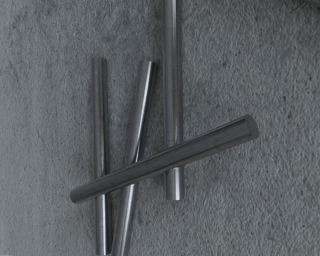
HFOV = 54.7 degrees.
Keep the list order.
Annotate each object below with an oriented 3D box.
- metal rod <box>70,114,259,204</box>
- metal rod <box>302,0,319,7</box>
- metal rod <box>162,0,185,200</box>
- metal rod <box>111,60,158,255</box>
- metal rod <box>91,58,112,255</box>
[{"bbox_3d":[-0.019,0.051,0.386,0.299,0.025,0.025,-26,74,37],"label":"metal rod"},{"bbox_3d":[0.110,-0.159,0.314,0.300,0.025,0.025,42,116,31],"label":"metal rod"},{"bbox_3d":[0.016,-0.061,0.391,0.025,0.025,0.298,-2,89,40],"label":"metal rod"},{"bbox_3d":[-0.039,0.057,0.436,0.025,0.025,0.298,15,99,39],"label":"metal rod"},{"bbox_3d":[-0.091,0.042,0.480,0.025,0.025,0.298,-3,88,40],"label":"metal rod"}]
